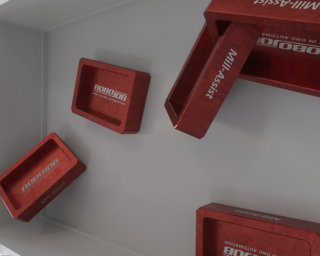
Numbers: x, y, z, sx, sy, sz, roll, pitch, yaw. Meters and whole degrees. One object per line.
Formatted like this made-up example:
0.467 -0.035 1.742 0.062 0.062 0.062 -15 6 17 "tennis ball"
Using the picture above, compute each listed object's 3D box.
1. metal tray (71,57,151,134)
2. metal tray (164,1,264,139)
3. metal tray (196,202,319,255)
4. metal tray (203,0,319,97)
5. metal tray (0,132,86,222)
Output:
-0.079 -0.051 0.468 0.130 0.030 0.089 21 103 38 "metal tray"
0.051 -0.063 0.321 0.129 0.030 0.090 -63 14 15 "metal tray"
0.100 0.135 0.321 0.130 0.030 0.089 1 91 40 "metal tray"
0.110 -0.071 0.265 0.130 0.090 0.030 21 72 33 "metal tray"
-0.202 0.080 0.521 0.130 0.030 0.090 -43 58 -12 "metal tray"
